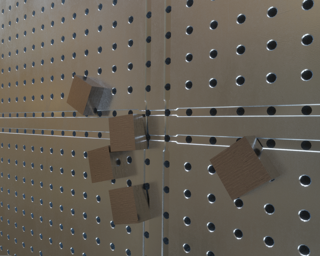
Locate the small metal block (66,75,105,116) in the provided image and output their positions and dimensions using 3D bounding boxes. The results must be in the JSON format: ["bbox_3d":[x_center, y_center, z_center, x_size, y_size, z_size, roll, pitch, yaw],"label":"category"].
[{"bbox_3d":[-0.123,-0.054,0.508,0.050,0.025,0.050,33,110,34],"label":"small metal block"}]

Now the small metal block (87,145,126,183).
[{"bbox_3d":[-0.082,0.055,0.475,0.050,0.025,0.050,-17,80,38],"label":"small metal block"}]

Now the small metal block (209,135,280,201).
[{"bbox_3d":[0.090,0.043,0.334,0.050,0.025,0.050,-41,66,32],"label":"small metal block"}]

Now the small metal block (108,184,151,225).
[{"bbox_3d":[-0.044,0.109,0.443,0.050,0.025,0.050,-17,79,38],"label":"small metal block"}]

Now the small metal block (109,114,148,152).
[{"bbox_3d":[-0.046,0.008,0.445,0.050,0.025,0.050,-7,85,39],"label":"small metal block"}]
